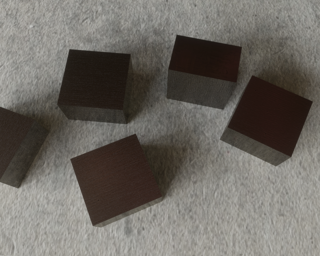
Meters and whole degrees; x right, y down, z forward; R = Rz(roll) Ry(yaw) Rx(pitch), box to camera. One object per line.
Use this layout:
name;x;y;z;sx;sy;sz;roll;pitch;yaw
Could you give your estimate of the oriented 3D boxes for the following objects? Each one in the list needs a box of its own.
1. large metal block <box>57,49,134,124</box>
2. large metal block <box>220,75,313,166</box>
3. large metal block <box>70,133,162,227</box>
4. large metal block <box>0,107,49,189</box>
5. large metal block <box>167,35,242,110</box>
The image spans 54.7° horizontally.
large metal block;-0.082;-0.054;0.414;0.080;0.050;0.080;5;70;1
large metal block;0.135;-0.008;0.400;0.080;0.050;0.080;26;72;9
large metal block;-0.050;0.064;0.371;0.080;0.050;0.080;-22;72;-8
large metal block;-0.202;0.020;0.385;0.080;0.050;0.080;20;71;7
large metal block;0.054;-0.070;0.405;0.080;0.080;0.050;12;71;4
